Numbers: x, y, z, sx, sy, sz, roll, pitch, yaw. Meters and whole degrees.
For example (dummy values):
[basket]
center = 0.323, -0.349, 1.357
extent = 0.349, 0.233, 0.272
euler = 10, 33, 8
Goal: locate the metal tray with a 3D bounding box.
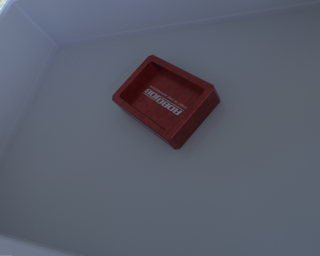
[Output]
[metal tray]
center = 0.004, -0.040, 0.425
extent = 0.090, 0.030, 0.130
euler = -49, 51, -7
